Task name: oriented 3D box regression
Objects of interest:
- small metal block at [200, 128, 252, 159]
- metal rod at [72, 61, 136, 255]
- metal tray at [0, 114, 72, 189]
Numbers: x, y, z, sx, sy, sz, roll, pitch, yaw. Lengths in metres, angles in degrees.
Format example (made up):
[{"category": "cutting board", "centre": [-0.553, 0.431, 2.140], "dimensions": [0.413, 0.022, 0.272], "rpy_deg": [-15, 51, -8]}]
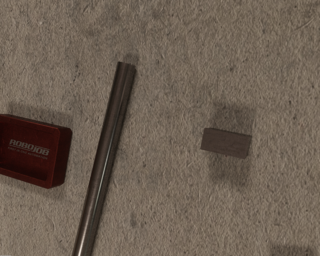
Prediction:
[{"category": "small metal block", "centre": [0.080, 0.017, 0.367], "dimensions": [0.050, 0.050, 0.025], "rpy_deg": [12, 94, 19]}, {"category": "metal rod", "centre": [-0.082, 0.056, 0.436], "dimensions": [0.025, 0.025, 0.298], "rpy_deg": [16, 95, 19]}, {"category": "metal tray", "centre": [-0.204, 0.033, 0.476], "dimensions": [0.130, 0.030, 0.089], "rpy_deg": [12, 94, 19]}]
